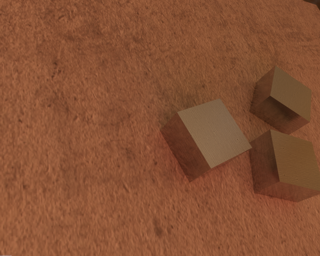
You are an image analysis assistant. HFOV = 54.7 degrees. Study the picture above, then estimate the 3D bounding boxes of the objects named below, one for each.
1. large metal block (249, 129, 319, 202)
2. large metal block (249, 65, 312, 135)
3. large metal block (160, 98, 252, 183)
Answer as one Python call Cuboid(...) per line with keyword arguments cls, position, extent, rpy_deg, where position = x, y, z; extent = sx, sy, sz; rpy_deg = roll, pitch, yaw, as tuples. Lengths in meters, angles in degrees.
Cuboid(cls="large metal block", position=(0.182, 0.057, 0.454), extent=(0.081, 0.050, 0.080), rpy_deg=(15, 55, -20))
Cuboid(cls="large metal block", position=(0.208, -0.047, 0.531), extent=(0.080, 0.050, 0.080), rpy_deg=(31, 51, -9))
Cuboid(cls="large metal block", position=(0.061, 0.015, 0.413), extent=(0.081, 0.050, 0.080), rpy_deg=(-19, 72, -36))
